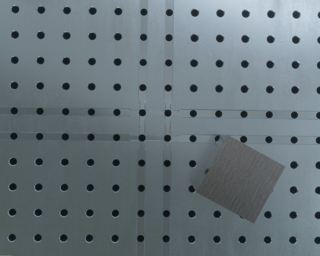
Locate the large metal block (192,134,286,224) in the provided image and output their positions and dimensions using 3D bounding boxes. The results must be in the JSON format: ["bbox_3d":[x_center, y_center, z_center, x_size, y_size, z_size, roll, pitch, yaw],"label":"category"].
[{"bbox_3d":[0.099,0.063,0.402,0.080,0.050,0.080,29,90,-1],"label":"large metal block"}]
